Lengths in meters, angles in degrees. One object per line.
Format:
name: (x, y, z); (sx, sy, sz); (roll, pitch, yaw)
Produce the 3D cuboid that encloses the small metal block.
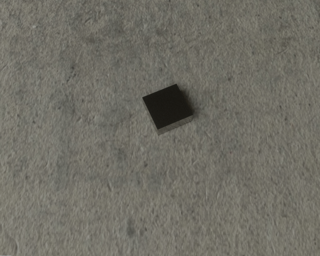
small metal block: (0.010, -0.025, 0.417); (0.050, 0.025, 0.050); (-23, 72, -8)
